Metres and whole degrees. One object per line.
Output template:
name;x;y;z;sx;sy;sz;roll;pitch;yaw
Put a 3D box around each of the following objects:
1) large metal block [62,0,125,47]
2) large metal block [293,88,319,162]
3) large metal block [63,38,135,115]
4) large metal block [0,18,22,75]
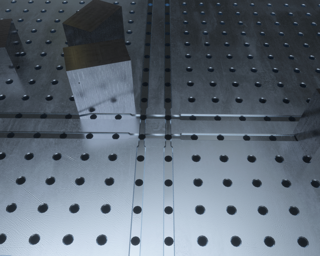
large metal block;-0.100;-0.144;0.491;0.050;0.080;0.080;22;53;17
large metal block;0.225;-0.005;0.379;0.081;0.080;0.050;-6;51;-5
large metal block;-0.082;-0.070;0.430;0.081;0.080;0.050;-12;51;-11
large metal block;-0.275;-0.128;0.495;0.081;0.050;0.080;-8;51;-7
